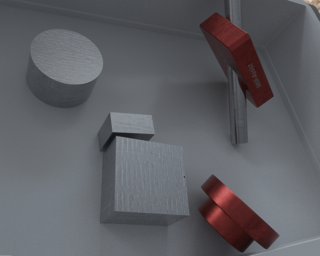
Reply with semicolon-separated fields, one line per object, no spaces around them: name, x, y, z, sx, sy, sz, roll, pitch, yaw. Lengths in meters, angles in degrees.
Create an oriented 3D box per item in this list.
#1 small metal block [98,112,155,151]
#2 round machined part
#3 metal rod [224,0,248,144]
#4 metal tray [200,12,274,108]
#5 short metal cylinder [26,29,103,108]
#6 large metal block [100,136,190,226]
small metal block;-0.041;0.006;0.365;0.050;0.050;0.025;3;61;-27
round machined part;0.083;0.102;0.356;0.098;0.098;0.042;43;90;1
metal rod;0.109;-0.127;0.452;0.025;0.025;0.298;-6;94;-31
metal tray;0.114;-0.098;0.458;0.130;0.030;0.090;47;8;-43
short metal cylinder;-0.115;-0.071;0.372;0.081;0.050;0.080;14;56;-21
large metal block;-0.019;0.061;0.344;0.081;0.050;0.080;10;57;-23
